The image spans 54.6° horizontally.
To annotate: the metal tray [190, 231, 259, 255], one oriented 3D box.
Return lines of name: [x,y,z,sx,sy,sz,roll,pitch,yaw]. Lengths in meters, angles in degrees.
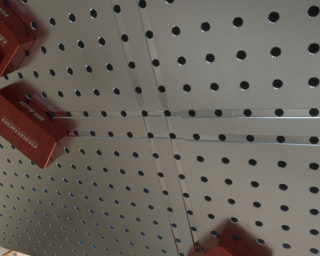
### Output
metal tray: [0.100,0.229,0.497,0.090,0.030,0.129,37,129,3]

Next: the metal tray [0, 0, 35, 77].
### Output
metal tray: [-0.253,-0.150,0.449,0.130,0.030,0.090,49,129,-7]

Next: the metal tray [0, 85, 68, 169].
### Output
metal tray: [-0.228,0.000,0.530,0.130,0.030,0.090,39,129,2]
